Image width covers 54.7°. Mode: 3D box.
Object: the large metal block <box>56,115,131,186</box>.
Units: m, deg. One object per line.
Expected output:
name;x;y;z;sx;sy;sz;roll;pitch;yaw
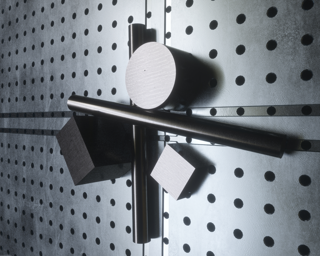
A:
large metal block;-0.089;0.030;0.443;0.050;0.081;0.080;-42;65;32

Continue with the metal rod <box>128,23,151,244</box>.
metal rod;-0.028;0.007;0.431;0.025;0.025;0.298;-2;89;39

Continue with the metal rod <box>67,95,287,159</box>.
metal rod;-0.003;-0.010;0.385;0.300;0.025;0.025;13;98;31

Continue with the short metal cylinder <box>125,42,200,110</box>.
short metal cylinder;0.003;-0.063;0.389;0.080;0.050;0.079;0;90;39

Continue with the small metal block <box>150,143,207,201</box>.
small metal block;0.022;0.054;0.390;0.050;0.025;0.050;40;114;32
